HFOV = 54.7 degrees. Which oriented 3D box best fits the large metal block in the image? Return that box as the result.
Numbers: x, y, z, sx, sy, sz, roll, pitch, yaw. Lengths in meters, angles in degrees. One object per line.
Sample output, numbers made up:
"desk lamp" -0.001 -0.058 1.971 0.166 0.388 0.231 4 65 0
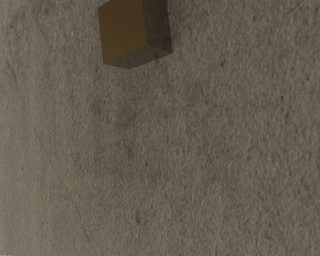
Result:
"large metal block" -0.034 -0.131 0.415 0.080 0.050 0.080 -11 83 39
